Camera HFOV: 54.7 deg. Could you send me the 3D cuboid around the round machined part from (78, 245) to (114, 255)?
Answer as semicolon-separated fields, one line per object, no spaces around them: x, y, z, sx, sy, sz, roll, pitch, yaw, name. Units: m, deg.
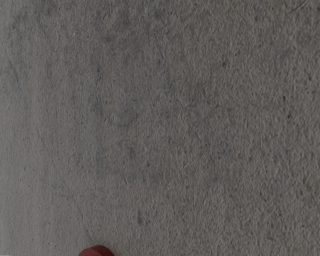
-0.104;0.238;0.480;0.098;0.042;0.097;0;90;40;round machined part
